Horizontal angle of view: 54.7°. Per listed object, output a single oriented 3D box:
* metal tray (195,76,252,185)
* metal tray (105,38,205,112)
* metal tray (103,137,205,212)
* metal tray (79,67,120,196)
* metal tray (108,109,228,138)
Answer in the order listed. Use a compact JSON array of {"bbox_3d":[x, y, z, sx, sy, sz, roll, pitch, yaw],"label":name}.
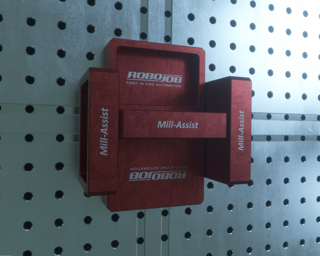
[{"bbox_3d":[0.081,0.003,0.409,0.030,0.090,0.129,1,90,-20],"label":"metal tray"},{"bbox_3d":[-0.005,-0.064,0.409,0.131,0.030,0.089,1,90,-21],"label":"metal tray"},{"bbox_3d":[-0.006,0.057,0.407,0.131,0.030,0.089,1,90,-21],"label":"metal tray"},{"bbox_3d":[-0.072,0.004,0.352,0.030,0.090,0.129,1,90,-20],"label":"metal tray"},{"bbox_3d":[0.004,-0.004,0.379,0.131,0.090,0.030,1,90,-20],"label":"metal tray"}]
